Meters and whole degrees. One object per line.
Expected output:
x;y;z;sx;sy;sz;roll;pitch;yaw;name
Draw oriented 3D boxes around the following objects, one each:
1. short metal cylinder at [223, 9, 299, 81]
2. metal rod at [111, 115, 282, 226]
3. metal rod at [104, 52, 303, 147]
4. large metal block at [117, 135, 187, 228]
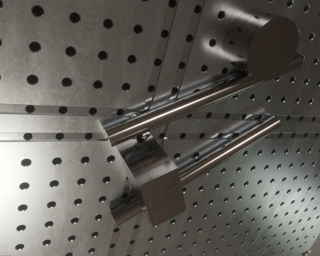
0.130;-0.108;0.402;0.081;0.050;0.079;-14;125;-21;short metal cylinder
0.062;0.062;0.485;0.302;0.025;0.025;-29;129;-10;metal rod
0.070;-0.044;0.423;0.302;0.025;0.025;-23;127;-15;metal rod
-0.011;0.069;0.414;0.050;0.080;0.080;-23;127;-15;large metal block
